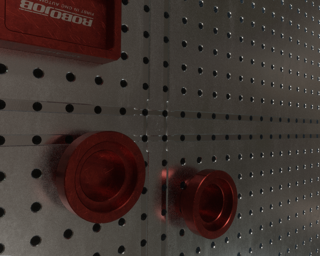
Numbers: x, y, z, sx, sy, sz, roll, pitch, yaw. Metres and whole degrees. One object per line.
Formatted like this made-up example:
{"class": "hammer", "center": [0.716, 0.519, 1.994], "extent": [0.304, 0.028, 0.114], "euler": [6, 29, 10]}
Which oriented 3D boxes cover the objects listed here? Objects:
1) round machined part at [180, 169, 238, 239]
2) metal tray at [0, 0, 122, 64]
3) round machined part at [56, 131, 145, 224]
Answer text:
{"class": "round machined part", "center": [0.068, 0.109, 0.458], "extent": [0.099, 0.042, 0.097], "euler": [0, 90, -40]}
{"class": "metal tray", "center": [-0.103, -0.122, 0.320], "extent": [0.131, 0.030, 0.089], "euler": [1, 90, -40]}
{"class": "round machined part", "center": [-0.068, 0.052, 0.343], "extent": [0.099, 0.042, 0.097], "euler": [0, 90, -40]}
